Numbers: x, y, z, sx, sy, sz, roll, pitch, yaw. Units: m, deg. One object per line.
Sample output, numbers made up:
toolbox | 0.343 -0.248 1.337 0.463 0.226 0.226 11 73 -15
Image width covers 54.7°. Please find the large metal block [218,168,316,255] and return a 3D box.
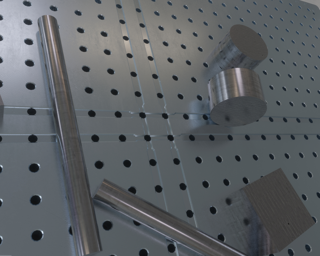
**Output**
large metal block | 0.137 0.108 0.401 0.081 0.050 0.080 -16 70 -35

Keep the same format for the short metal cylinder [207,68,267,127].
short metal cylinder | 0.113 -0.044 0.460 0.081 0.080 0.050 12 57 -22

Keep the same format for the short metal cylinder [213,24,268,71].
short metal cylinder | 0.144 -0.137 0.553 0.081 0.050 0.080 14 56 -21

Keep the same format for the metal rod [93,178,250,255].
metal rod | 0.062 0.140 0.356 0.301 0.025 0.025 30 52 -9

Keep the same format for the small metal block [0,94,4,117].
small metal block | -0.198 -0.034 0.322 0.050 0.025 0.050 -16 70 -34

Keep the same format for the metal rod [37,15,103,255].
metal rod | -0.109 -0.010 0.355 0.025 0.025 0.299 -3 63 -30
